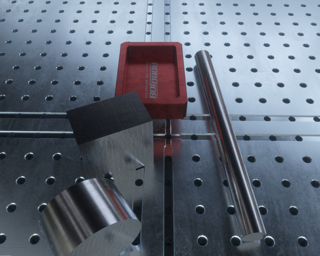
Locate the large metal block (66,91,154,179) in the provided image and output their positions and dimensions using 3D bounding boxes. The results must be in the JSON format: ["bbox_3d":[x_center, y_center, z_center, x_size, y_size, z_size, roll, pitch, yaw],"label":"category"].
[{"bbox_3d":[-0.055,0.012,0.361,0.081,0.080,0.050,-19,53,-15],"label":"large metal block"}]

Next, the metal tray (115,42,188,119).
[{"bbox_3d":[-0.012,-0.070,0.430,0.091,0.030,0.130,0,50,-1],"label":"metal tray"}]

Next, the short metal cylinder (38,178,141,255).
[{"bbox_3d":[-0.065,0.093,0.293,0.081,0.080,0.050,-27,56,-21],"label":"short metal cylinder"}]

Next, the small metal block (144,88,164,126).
[{"bbox_3d":[-0.017,-0.033,0.435,0.050,0.025,0.050,34,57,25],"label":"small metal block"}]

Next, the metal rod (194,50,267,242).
[{"bbox_3d":[0.083,-0.003,0.411,0.025,0.025,0.300,-4,50,-4],"label":"metal rod"}]
